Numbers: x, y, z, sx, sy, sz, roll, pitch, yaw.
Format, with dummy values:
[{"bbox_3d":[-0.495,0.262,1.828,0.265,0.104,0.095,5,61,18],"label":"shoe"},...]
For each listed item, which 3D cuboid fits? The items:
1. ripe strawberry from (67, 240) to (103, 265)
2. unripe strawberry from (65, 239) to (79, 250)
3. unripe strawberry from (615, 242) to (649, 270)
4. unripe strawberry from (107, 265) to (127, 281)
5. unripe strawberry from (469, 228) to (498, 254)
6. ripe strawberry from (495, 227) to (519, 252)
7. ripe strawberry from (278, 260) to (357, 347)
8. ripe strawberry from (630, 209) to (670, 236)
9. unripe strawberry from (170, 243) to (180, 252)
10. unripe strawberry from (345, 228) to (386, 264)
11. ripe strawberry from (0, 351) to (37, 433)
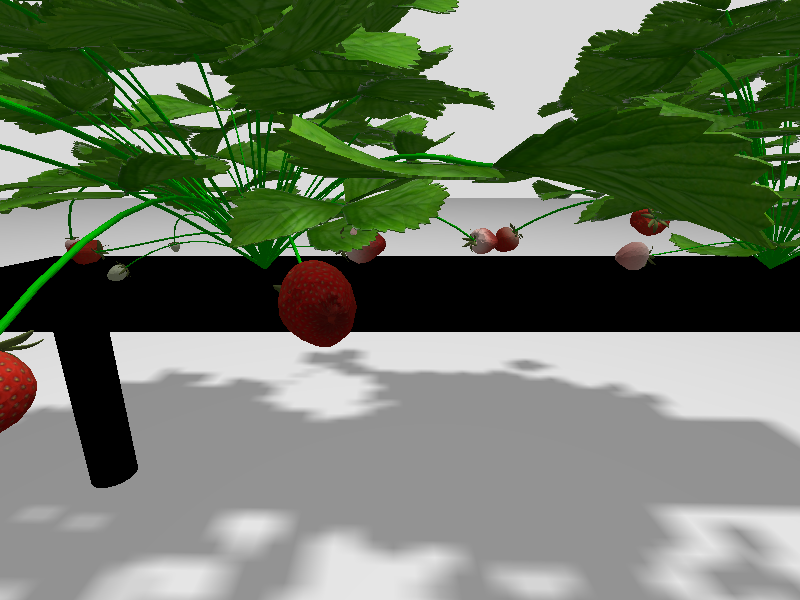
[{"bbox_3d":[-0.291,-0.045,0.369,0.027,0.023,0.027,1,16,6],"label":"ripe strawberry"},{"bbox_3d":[-0.319,-0.052,0.393,0.015,0.015,0.014,3,16,11],"label":"unripe strawberry"},{"bbox_3d":[0.200,-0.038,0.348,0.026,0.025,0.024,-1,16,-2],"label":"unripe strawberry"},{"bbox_3d":[-0.216,-0.020,0.305,0.013,0.011,0.013,-36,28,-16],"label":"unripe strawberry"},{"bbox_3d":[0.089,-0.062,0.422,0.028,0.027,0.030,1,15,-20],"label":"unripe strawberry"},{"bbox_3d":[0.117,-0.066,0.446,0.028,0.028,0.026,-43,-6,28],"label":"ripe strawberry"},{"bbox_3d":[-0.035,0.003,0.175,0.034,0.039,0.037,-7,20,-24],"label":"ripe strawberry"},{"bbox_3d":[0.358,-0.115,0.576,0.050,0.045,0.045,2,5,6],"label":"ripe strawberry"},{"bbox_3d":[-0.229,-0.054,0.409,0.010,0.010,0.009,8,18,27],"label":"unripe strawberry"},{"bbox_3d":[-0.032,-0.052,0.371,0.037,0.037,0.041,-3,16,-13],"label":"unripe strawberry"},{"bbox_3d":[-0.122,0.028,0.111,0.030,0.030,0.025,0,-27,0],"label":"ripe strawberry"}]
